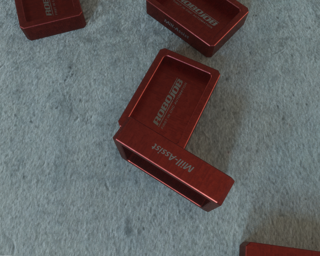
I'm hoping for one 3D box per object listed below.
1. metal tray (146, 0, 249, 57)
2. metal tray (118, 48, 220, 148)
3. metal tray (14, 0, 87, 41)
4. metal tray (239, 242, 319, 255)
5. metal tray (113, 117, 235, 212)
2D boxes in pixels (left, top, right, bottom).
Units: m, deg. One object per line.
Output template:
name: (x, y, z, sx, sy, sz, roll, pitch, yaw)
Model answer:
metal tray: (0.055, -0.178, 0.471, 0.130, 0.030, 0.090, 40, 74, 13)
metal tray: (0.014, -0.035, 0.418, 0.090, 0.030, 0.130, 25, 72, 8)
metal tray: (-0.174, -0.205, 0.478, 0.091, 0.030, 0.130, -16, 71, -7)
metal tray: (0.155, 0.181, 0.341, 0.131, 0.030, 0.090, 7, 70, 2)
metal tray: (0.013, 0.045, 0.357, 0.130, 0.090, 0.030, 31, 73, 10)
